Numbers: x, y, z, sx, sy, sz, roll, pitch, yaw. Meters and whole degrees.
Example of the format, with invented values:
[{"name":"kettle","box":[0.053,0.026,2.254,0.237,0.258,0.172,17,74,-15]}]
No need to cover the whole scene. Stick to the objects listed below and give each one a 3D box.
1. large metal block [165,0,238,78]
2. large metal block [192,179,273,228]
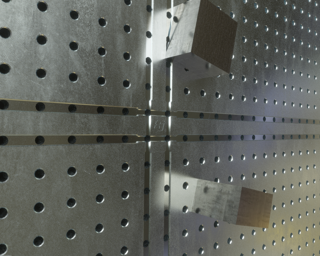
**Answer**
[{"name":"large metal block","box":[0.060,-0.125,0.442,0.080,0.050,0.080,18,79,-39]},{"name":"large metal block","box":[0.108,0.112,0.463,0.080,0.080,0.050,20,78,-38]}]
